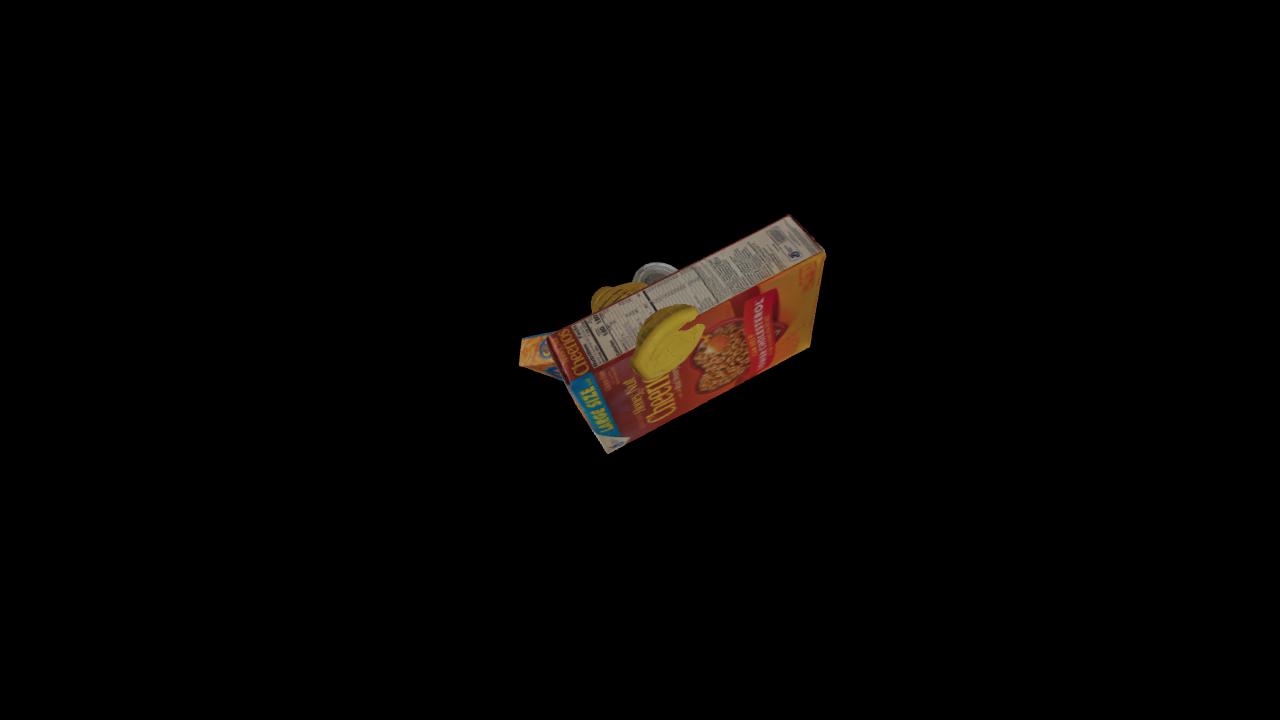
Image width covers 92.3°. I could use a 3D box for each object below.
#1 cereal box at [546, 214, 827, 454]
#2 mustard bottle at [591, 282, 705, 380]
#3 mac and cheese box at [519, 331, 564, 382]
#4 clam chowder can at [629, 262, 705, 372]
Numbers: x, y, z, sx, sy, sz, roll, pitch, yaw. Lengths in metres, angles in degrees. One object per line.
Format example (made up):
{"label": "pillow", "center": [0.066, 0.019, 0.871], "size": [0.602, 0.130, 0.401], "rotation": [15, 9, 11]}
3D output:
{"label": "cereal box", "center": [0.061, -0.019, 0.723], "size": [0.306, 0.081, 0.203], "rotation": [-28, -30, -7]}
{"label": "mustard bottle", "center": [-0.010, -0.047, 0.695], "size": [0.054, 0.092, 0.184], "rotation": [44, -5, -35]}
{"label": "mac and cheese box", "center": [-0.049, 0.010, 0.752], "size": [0.093, 0.041, 0.184], "rotation": [-7, -20, 35]}
{"label": "clam chowder can", "center": [0.018, -0.065, 0.769], "size": [0.068, 0.068, 0.102], "rotation": [0, -30, -10]}
